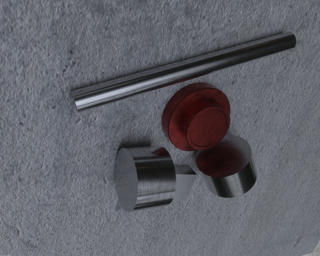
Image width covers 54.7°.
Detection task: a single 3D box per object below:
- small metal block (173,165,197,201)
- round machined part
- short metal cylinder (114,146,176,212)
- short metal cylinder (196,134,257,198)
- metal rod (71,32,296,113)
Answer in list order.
[{"bbox_3d":[0.021,0.083,0.470,0.050,0.025,0.050,7,115,-32],"label":"small metal block"},{"bbox_3d":[0.056,-0.009,0.421,0.099,0.042,0.097,-14,124,-21],"label":"round machined part"},{"bbox_3d":[-0.021,0.064,0.399,0.050,0.080,0.079,-2,119,-28],"label":"short metal cylinder"},{"bbox_3d":[0.099,0.056,0.460,0.080,0.080,0.050,-32,129,-7],"label":"short metal cylinder"},{"bbox_3d":[0.043,-0.075,0.383,0.302,0.025,0.025,-19,126,-18],"label":"metal rod"}]
